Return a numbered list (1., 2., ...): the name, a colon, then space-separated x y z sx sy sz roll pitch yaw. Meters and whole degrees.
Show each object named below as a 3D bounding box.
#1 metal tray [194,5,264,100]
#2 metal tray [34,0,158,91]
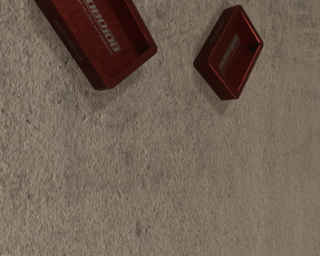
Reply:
1. metal tray: 0.115 -0.121 0.500 0.090 0.030 0.130 44 63 -31
2. metal tray: -0.068 -0.119 0.345 0.090 0.030 0.130 -46 118 -30
